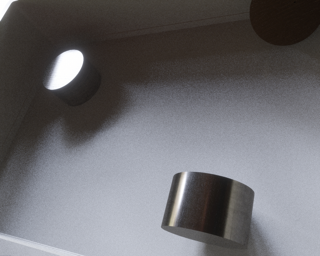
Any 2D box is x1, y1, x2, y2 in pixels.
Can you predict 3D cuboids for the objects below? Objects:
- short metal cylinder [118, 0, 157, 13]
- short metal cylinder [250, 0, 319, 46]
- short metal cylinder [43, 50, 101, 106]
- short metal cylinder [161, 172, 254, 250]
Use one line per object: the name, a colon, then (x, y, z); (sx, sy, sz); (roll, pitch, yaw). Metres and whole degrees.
short metal cylinder: (-0.046, -0.262, 0.578); (0.080, 0.050, 0.080); (-13, 56, 21)
short metal cylinder: (0.153, -0.141, 0.368); (0.080, 0.079, 0.050); (3, 19, 29)
short metal cylinder: (-0.146, -0.083, 0.518); (0.080, 0.050, 0.080); (-13, 56, 21)
short metal cylinder: (0.046, 0.080, 0.297); (0.080, 0.080, 0.050); (2, 63, 29)
